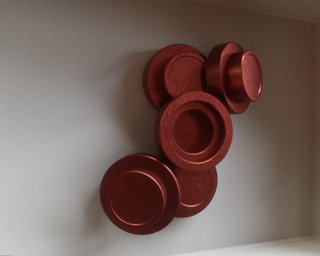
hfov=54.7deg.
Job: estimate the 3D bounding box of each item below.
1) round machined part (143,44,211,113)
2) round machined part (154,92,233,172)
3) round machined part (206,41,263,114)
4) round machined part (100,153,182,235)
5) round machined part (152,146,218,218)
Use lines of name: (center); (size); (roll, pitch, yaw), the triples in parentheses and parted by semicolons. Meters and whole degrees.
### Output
round machined part: (0.030, -0.063, 0.411); (0.099, 0.042, 0.097); (0, 90, -21)
round machined part: (0.039, 0.005, 0.392); (0.099, 0.042, 0.097); (0, 90, -21)
round machined part: (0.106, -0.068, 0.417); (0.099, 0.042, 0.097); (5, 84, -50)
round machined part: (-0.025, 0.081, 0.369); (0.098, 0.042, 0.097); (1, 94, 9)
round machined part: (0.035, 0.072, 0.414); (0.099, 0.042, 0.097); (0, 90, -21)
